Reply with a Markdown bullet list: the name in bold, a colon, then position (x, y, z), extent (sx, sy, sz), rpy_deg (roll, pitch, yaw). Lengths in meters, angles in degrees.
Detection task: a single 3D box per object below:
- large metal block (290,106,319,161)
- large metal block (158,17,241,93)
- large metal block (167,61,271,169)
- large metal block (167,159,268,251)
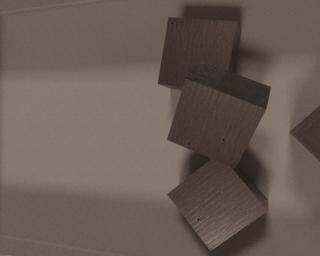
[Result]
- **large metal block**: position (0.185, -0.004, 0.316), extent (0.080, 0.080, 0.050), rpy_deg (-46, 76, 14)
- **large metal block**: position (0.049, -0.085, 0.379), extent (0.080, 0.050, 0.079), rpy_deg (10, 93, 19)
- **large metal block**: position (0.062, -0.015, 0.334), extent (0.080, 0.050, 0.079), rpy_deg (23, 128, 10)
- **large metal block**: position (0.070, 0.083, 0.372), extent (0.080, 0.050, 0.080), rpy_deg (-42, 77, 15)
